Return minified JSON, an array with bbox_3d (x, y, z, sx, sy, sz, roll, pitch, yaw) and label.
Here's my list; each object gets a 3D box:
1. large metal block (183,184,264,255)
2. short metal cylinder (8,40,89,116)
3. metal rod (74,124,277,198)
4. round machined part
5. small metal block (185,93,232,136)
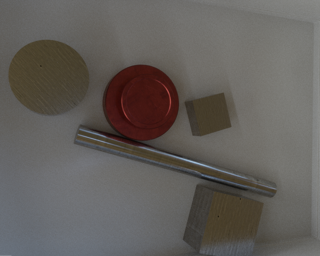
[{"bbox_3d":[0.087,0.130,0.431,0.081,0.050,0.080,17,84,-20],"label":"large metal block"},{"bbox_3d":[-0.125,-0.054,0.351,0.081,0.050,0.079,0,90,-21],"label":"short metal cylinder"},{"bbox_3d":[0.035,0.051,0.424,0.302,0.025,0.025,18,84,-20],"label":"metal rod"},{"bbox_3d":[-0.020,-0.032,0.395,0.099,0.042,0.097,0,90,-21],"label":"round machined part"},{"bbox_3d":[0.068,-0.019,0.437,0.050,0.025,0.050,-16,96,-20],"label":"small metal block"}]
